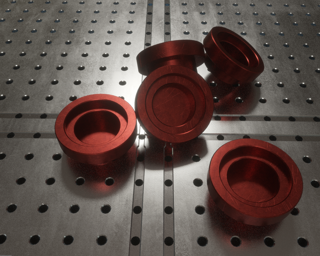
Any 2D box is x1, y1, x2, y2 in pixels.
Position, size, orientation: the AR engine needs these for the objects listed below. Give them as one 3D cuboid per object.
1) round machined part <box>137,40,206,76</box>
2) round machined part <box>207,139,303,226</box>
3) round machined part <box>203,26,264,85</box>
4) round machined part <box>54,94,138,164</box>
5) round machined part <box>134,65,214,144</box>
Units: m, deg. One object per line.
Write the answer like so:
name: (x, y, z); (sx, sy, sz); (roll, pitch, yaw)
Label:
round machined part: (0.018, -0.088, 0.447); (0.099, 0.098, 0.042); (-9, 85, -8)
round machined part: (0.101, 0.062, 0.345); (0.099, 0.042, 0.098); (0, 50, 0)
round machined part: (0.105, -0.104, 0.468); (0.099, 0.042, 0.098); (21, 43, -21)
round machined part: (-0.078, 0.005, 0.391); (0.099, 0.042, 0.098); (0, 50, 0)
round machined part: (0.016, -0.028, 0.400); (0.099, 0.042, 0.097); (1, 85, -11)
